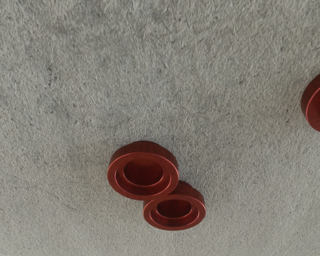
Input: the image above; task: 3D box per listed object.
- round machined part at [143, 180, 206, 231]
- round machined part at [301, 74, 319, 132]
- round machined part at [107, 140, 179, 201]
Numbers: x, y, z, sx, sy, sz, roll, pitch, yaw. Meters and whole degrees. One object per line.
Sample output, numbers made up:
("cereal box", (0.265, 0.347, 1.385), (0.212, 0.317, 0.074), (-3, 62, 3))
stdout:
("round machined part", (0.022, 0.121, 0.499), (0.099, 0.042, 0.097), (0, 131, 0))
("round machined part", (0.228, -0.028, 0.374), (0.099, 0.042, 0.097), (0, 130, 0))
("round machined part", (-0.023, 0.056, 0.442), (0.099, 0.042, 0.097), (1, 128, 1))
